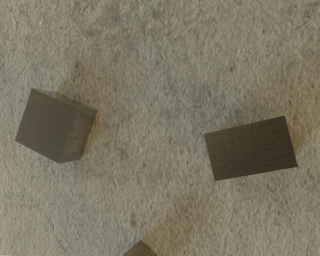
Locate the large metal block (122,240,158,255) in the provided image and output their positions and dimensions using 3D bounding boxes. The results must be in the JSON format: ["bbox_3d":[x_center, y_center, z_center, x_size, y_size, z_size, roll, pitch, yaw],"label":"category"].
[{"bbox_3d":[-0.045,0.202,0.395,0.050,0.080,0.080,40,102,15],"label":"large metal block"}]

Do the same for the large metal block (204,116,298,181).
[{"bbox_3d":[0.101,0.021,0.344,0.080,0.080,0.050,-14,86,19],"label":"large metal block"}]

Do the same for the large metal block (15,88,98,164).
[{"bbox_3d":[-0.149,-0.004,0.447,0.080,0.050,0.080,23,98,18],"label":"large metal block"}]
